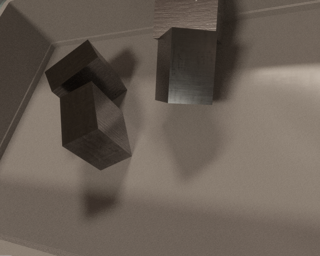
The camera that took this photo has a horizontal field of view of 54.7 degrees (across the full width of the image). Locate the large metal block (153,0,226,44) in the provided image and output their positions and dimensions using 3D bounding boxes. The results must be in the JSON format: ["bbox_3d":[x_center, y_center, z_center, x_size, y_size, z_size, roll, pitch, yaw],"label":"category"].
[{"bbox_3d":[0.040,-0.153,0.402,0.080,0.050,0.079,5,97,20],"label":"large metal block"}]

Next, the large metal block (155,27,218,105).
[{"bbox_3d":[0.028,-0.071,0.372,0.050,0.080,0.079,2,97,-11],"label":"large metal block"}]

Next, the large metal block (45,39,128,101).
[{"bbox_3d":[-0.110,-0.071,0.470,0.080,0.080,0.050,-36,52,4],"label":"large metal block"}]

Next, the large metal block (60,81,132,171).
[{"bbox_3d":[-0.085,-0.001,0.414,0.050,0.080,0.080,-26,53,12],"label":"large metal block"}]
